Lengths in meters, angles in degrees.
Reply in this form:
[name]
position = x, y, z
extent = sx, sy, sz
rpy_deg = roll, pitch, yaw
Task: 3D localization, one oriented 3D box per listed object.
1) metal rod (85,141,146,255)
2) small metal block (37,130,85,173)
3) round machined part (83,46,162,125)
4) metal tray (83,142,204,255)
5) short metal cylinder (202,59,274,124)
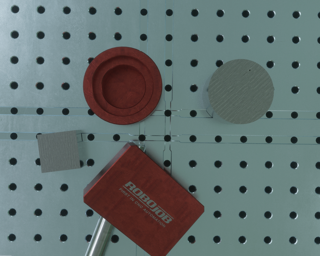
[metal rod]
position = -0.083, 0.161, 0.412
extent = 0.025, 0.025, 0.299
rpy_deg = 21, 90, -1
[small metal block]
position = -0.131, 0.030, 0.412
extent = 0.050, 0.025, 0.050
rpy_deg = -7, 90, -1
[round machined part]
position = -0.046, -0.053, 0.404
extent = 0.099, 0.042, 0.097
rpy_deg = 0, 90, 0
[metal tray]
position = -0.019, 0.092, 0.393
extent = 0.130, 0.030, 0.090
rpy_deg = 44, 84, -13
[short metal cylinder]
position = 0.099, -0.045, 0.402
extent = 0.081, 0.050, 0.079
rpy_deg = 0, 90, -1
